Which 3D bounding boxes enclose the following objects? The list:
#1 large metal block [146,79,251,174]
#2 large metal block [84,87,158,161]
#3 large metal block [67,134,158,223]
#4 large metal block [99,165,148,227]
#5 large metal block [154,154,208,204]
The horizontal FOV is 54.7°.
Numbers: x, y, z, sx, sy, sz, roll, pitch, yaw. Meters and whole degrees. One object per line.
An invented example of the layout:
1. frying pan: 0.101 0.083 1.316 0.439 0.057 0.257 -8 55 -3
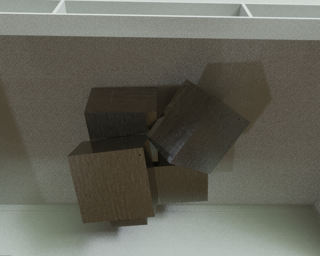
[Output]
1. large metal block: 0.045 0.002 0.359 0.080 0.050 0.080 22 108 -47
2. large metal block: -0.043 -0.003 0.388 0.081 0.050 0.079 -1 130 0
3. large metal block: -0.049 0.056 0.352 0.080 0.050 0.079 -7 105 6
4. large metal block: -0.047 0.082 0.440 0.050 0.080 0.080 -5 130 4
5. large metal block: 0.025 0.062 0.441 0.080 0.050 0.080 -4 130 3
